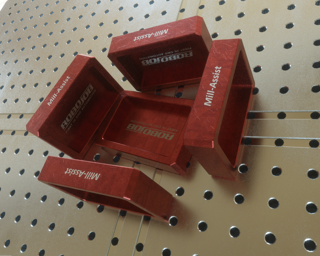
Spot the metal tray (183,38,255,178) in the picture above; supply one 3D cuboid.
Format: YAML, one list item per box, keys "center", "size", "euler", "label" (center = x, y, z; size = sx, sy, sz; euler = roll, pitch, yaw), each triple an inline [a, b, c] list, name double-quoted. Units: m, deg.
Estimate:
- center: [0.071, -0.021, 0.342]
  size: [0.030, 0.090, 0.130]
  euler: [5, 64, 30]
  label: "metal tray"

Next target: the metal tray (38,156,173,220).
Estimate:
- center: [-0.062, 0.069, 0.358]
  size: [0.130, 0.090, 0.030]
  euler: [4, 64, 30]
  label: "metal tray"

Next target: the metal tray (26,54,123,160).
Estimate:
- center: [-0.115, -0.028, 0.446]
  size: [0.030, 0.090, 0.130]
  euler: [20, 72, 36]
  label: "metal tray"

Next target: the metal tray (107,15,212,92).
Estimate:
- center: [0.007, -0.094, 0.421]
  size: [0.130, 0.090, 0.030]
  euler: [-6, 59, 25]
  label: "metal tray"

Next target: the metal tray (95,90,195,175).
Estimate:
- center: [-0.014, 0.001, 0.412]
  size: [0.130, 0.030, 0.090]
  euler: [12, 68, 33]
  label: "metal tray"
